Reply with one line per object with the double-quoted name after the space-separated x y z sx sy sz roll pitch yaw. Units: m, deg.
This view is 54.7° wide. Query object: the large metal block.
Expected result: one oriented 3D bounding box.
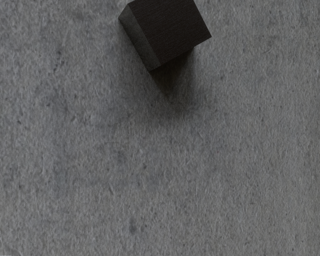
0.006 -0.130 0.399 0.080 0.050 0.080 -33 101 -17 "large metal block"
